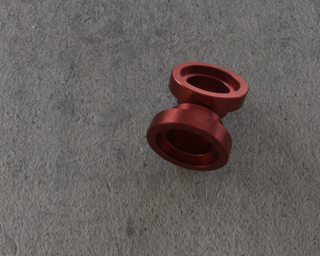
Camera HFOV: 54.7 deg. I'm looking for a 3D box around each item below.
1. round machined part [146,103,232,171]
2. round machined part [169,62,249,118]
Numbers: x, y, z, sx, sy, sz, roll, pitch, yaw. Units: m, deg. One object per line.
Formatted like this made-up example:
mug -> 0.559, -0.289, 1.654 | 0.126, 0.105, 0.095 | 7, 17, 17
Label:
round machined part -> 0.037, 0.008, 0.368 | 0.098, 0.098, 0.042 | 18, 58, 6
round machined part -> 0.059, -0.046, 0.400 | 0.099, 0.042, 0.098 | 8, 34, -5
